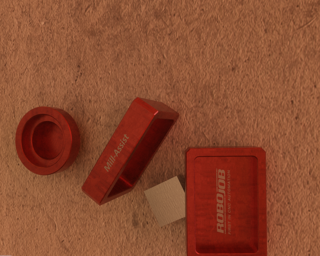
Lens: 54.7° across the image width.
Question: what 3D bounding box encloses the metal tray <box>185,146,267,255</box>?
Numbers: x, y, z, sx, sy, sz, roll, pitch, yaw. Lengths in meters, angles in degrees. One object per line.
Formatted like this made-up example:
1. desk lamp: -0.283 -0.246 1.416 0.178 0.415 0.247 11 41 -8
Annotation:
1. metal tray: 0.076 0.087 0.365 0.091 0.030 0.129 -1 90 1

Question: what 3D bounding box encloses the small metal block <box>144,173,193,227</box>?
1. small metal block: 0.015 0.093 0.404 0.050 0.025 0.050 -28 81 17

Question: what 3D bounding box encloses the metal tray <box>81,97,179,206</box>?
1. metal tray: -0.033 0.027 0.385 0.030 0.090 0.129 35 101 16

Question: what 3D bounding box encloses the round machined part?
1. round machined part: -0.159 0.018 0.456 0.098 0.042 0.097 0 90 20
